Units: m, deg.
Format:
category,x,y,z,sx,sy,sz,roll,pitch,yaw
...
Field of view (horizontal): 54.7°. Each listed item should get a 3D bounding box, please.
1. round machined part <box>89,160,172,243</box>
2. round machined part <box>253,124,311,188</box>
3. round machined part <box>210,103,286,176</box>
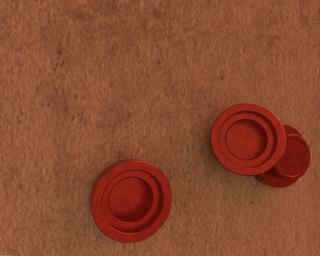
category,x,y,z,sx,sy,sz,roll,pitch,yaw
round machined part,-0.038,0.088,0.387,0.099,0.042,0.097,0,90,-21
round machined part,0.187,0.043,0.471,0.099,0.042,0.097,0,90,-21
round machined part,0.119,0.017,0.432,0.099,0.042,0.097,-1,83,5
